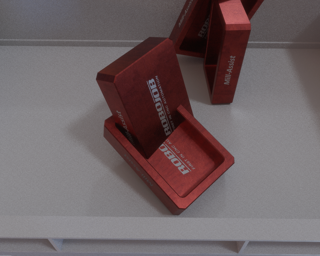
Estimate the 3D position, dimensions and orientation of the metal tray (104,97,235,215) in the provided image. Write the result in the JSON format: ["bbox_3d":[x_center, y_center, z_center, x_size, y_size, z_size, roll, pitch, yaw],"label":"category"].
[{"bbox_3d":[0.009,0.022,0.359,0.090,0.030,0.130,-37,75,-25],"label":"metal tray"}]

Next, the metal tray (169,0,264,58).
[{"bbox_3d":[0.078,-0.158,0.449,0.091,0.129,0.030,4,57,-21],"label":"metal tray"}]

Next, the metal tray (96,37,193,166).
[{"bbox_3d":[-0.008,-0.026,0.358,0.030,0.129,0.090,17,49,41],"label":"metal tray"}]

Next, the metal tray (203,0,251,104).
[{"bbox_3d":[0.087,-0.108,0.428,0.030,0.129,0.090,-2,50,-2],"label":"metal tray"}]
